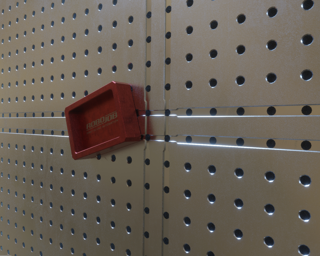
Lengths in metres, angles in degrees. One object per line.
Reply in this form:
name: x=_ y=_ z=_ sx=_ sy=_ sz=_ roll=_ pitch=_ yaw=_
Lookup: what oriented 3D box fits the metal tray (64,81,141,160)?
metal tray: x=-0.093 y=-0.008 z=0.479 sx=0.130 sy=0.030 sz=0.090 roll=-20 pitch=77 yaw=37
